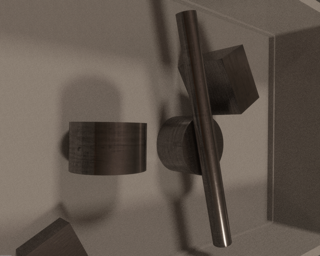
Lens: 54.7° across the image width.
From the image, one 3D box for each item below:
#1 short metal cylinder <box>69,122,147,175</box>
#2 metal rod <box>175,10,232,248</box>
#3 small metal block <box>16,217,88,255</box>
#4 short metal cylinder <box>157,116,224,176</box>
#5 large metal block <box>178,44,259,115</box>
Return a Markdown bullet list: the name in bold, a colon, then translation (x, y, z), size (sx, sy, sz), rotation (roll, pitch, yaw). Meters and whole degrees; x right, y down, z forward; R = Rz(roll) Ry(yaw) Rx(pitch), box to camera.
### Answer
- **short metal cylinder**: translation (-0.054, 0.019, 0.327), size (0.081, 0.080, 0.050), rotation (1, 90, -40)
- **metal rod**: translation (0.057, 0.008, 0.391), size (0.025, 0.025, 0.298), rotation (-17, 101, -39)
- **small metal block**: translation (-0.108, 0.130, 0.318), size (0.050, 0.025, 0.050), rotation (-34, 112, -35)
- **short metal cylinder**: translation (0.042, 0.023, 0.428), size (0.081, 0.050, 0.079), rotation (0, 90, -40)
- **large metal block**: translation (0.083, -0.065, 0.443), size (0.050, 0.080, 0.080), rotation (-38, 114, -34)
